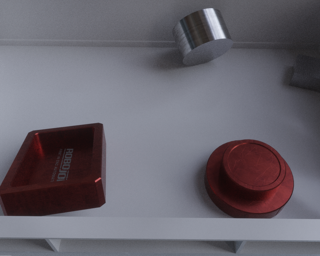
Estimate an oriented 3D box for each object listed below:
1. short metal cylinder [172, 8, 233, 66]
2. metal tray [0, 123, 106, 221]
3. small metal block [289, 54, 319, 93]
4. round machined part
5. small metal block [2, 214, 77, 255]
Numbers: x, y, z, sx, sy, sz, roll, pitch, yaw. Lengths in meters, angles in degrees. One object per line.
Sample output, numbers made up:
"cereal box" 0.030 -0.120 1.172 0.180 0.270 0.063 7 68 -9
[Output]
"short metal cylinder" 0.065 -0.138 0.477 0.081 0.080 0.050 -16 79 -13
"metal tray" -0.106 0.038 0.334 0.091 0.030 0.130 -7 26 -6
"small metal block" 0.233 -0.085 0.480 0.050 0.025 0.050 17 52 13
"round machined part" 0.102 0.052 0.352 0.099 0.042 0.098 0 50 0
"small metal block" -0.113 0.107 0.297 0.050 0.050 0.025 5 50 3
